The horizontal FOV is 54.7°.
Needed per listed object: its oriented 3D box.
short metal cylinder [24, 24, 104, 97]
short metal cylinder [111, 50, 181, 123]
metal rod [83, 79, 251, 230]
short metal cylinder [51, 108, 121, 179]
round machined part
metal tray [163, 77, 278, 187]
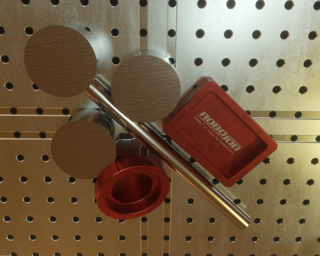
[{"bbox_3d":[-0.111,-0.082,0.369,0.081,0.050,0.079,0,110,0],"label":"short metal cylinder"},{"bbox_3d":[-0.016,-0.052,0.380,0.081,0.050,0.079,0,110,0],"label":"short metal cylinder"},{"bbox_3d":[0.019,0.044,0.430,0.300,0.025,0.025,42,105,-14],"label":"metal rod"},{"bbox_3d":[-0.094,0.020,0.406,0.081,0.050,0.079,0,110,0],"label":"short metal cylinder"},{"bbox_3d":[-0.039,0.075,0.420,0.099,0.042,0.097,-11,127,-15],"label":"round machined part"},{"bbox_3d":[0.078,0.008,0.413,0.130,0.030,0.090,42,105,-14],"label":"metal tray"}]
